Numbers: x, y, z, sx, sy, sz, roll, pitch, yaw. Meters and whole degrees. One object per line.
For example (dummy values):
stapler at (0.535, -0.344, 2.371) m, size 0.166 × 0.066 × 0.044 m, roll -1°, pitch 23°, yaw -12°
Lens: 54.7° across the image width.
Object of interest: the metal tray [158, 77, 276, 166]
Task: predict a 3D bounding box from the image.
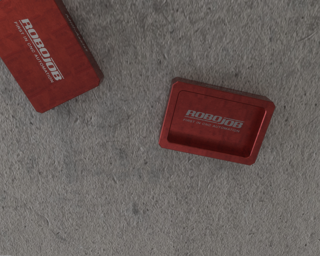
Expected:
metal tray at (0.071, -0.008, 0.404) m, size 0.131 × 0.030 × 0.089 m, roll 12°, pitch 110°, yaw -5°

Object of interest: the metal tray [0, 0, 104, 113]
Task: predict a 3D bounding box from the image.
metal tray at (-0.139, -0.094, 0.371) m, size 0.090 × 0.030 × 0.130 m, roll -25°, pitch 109°, yaw 8°
